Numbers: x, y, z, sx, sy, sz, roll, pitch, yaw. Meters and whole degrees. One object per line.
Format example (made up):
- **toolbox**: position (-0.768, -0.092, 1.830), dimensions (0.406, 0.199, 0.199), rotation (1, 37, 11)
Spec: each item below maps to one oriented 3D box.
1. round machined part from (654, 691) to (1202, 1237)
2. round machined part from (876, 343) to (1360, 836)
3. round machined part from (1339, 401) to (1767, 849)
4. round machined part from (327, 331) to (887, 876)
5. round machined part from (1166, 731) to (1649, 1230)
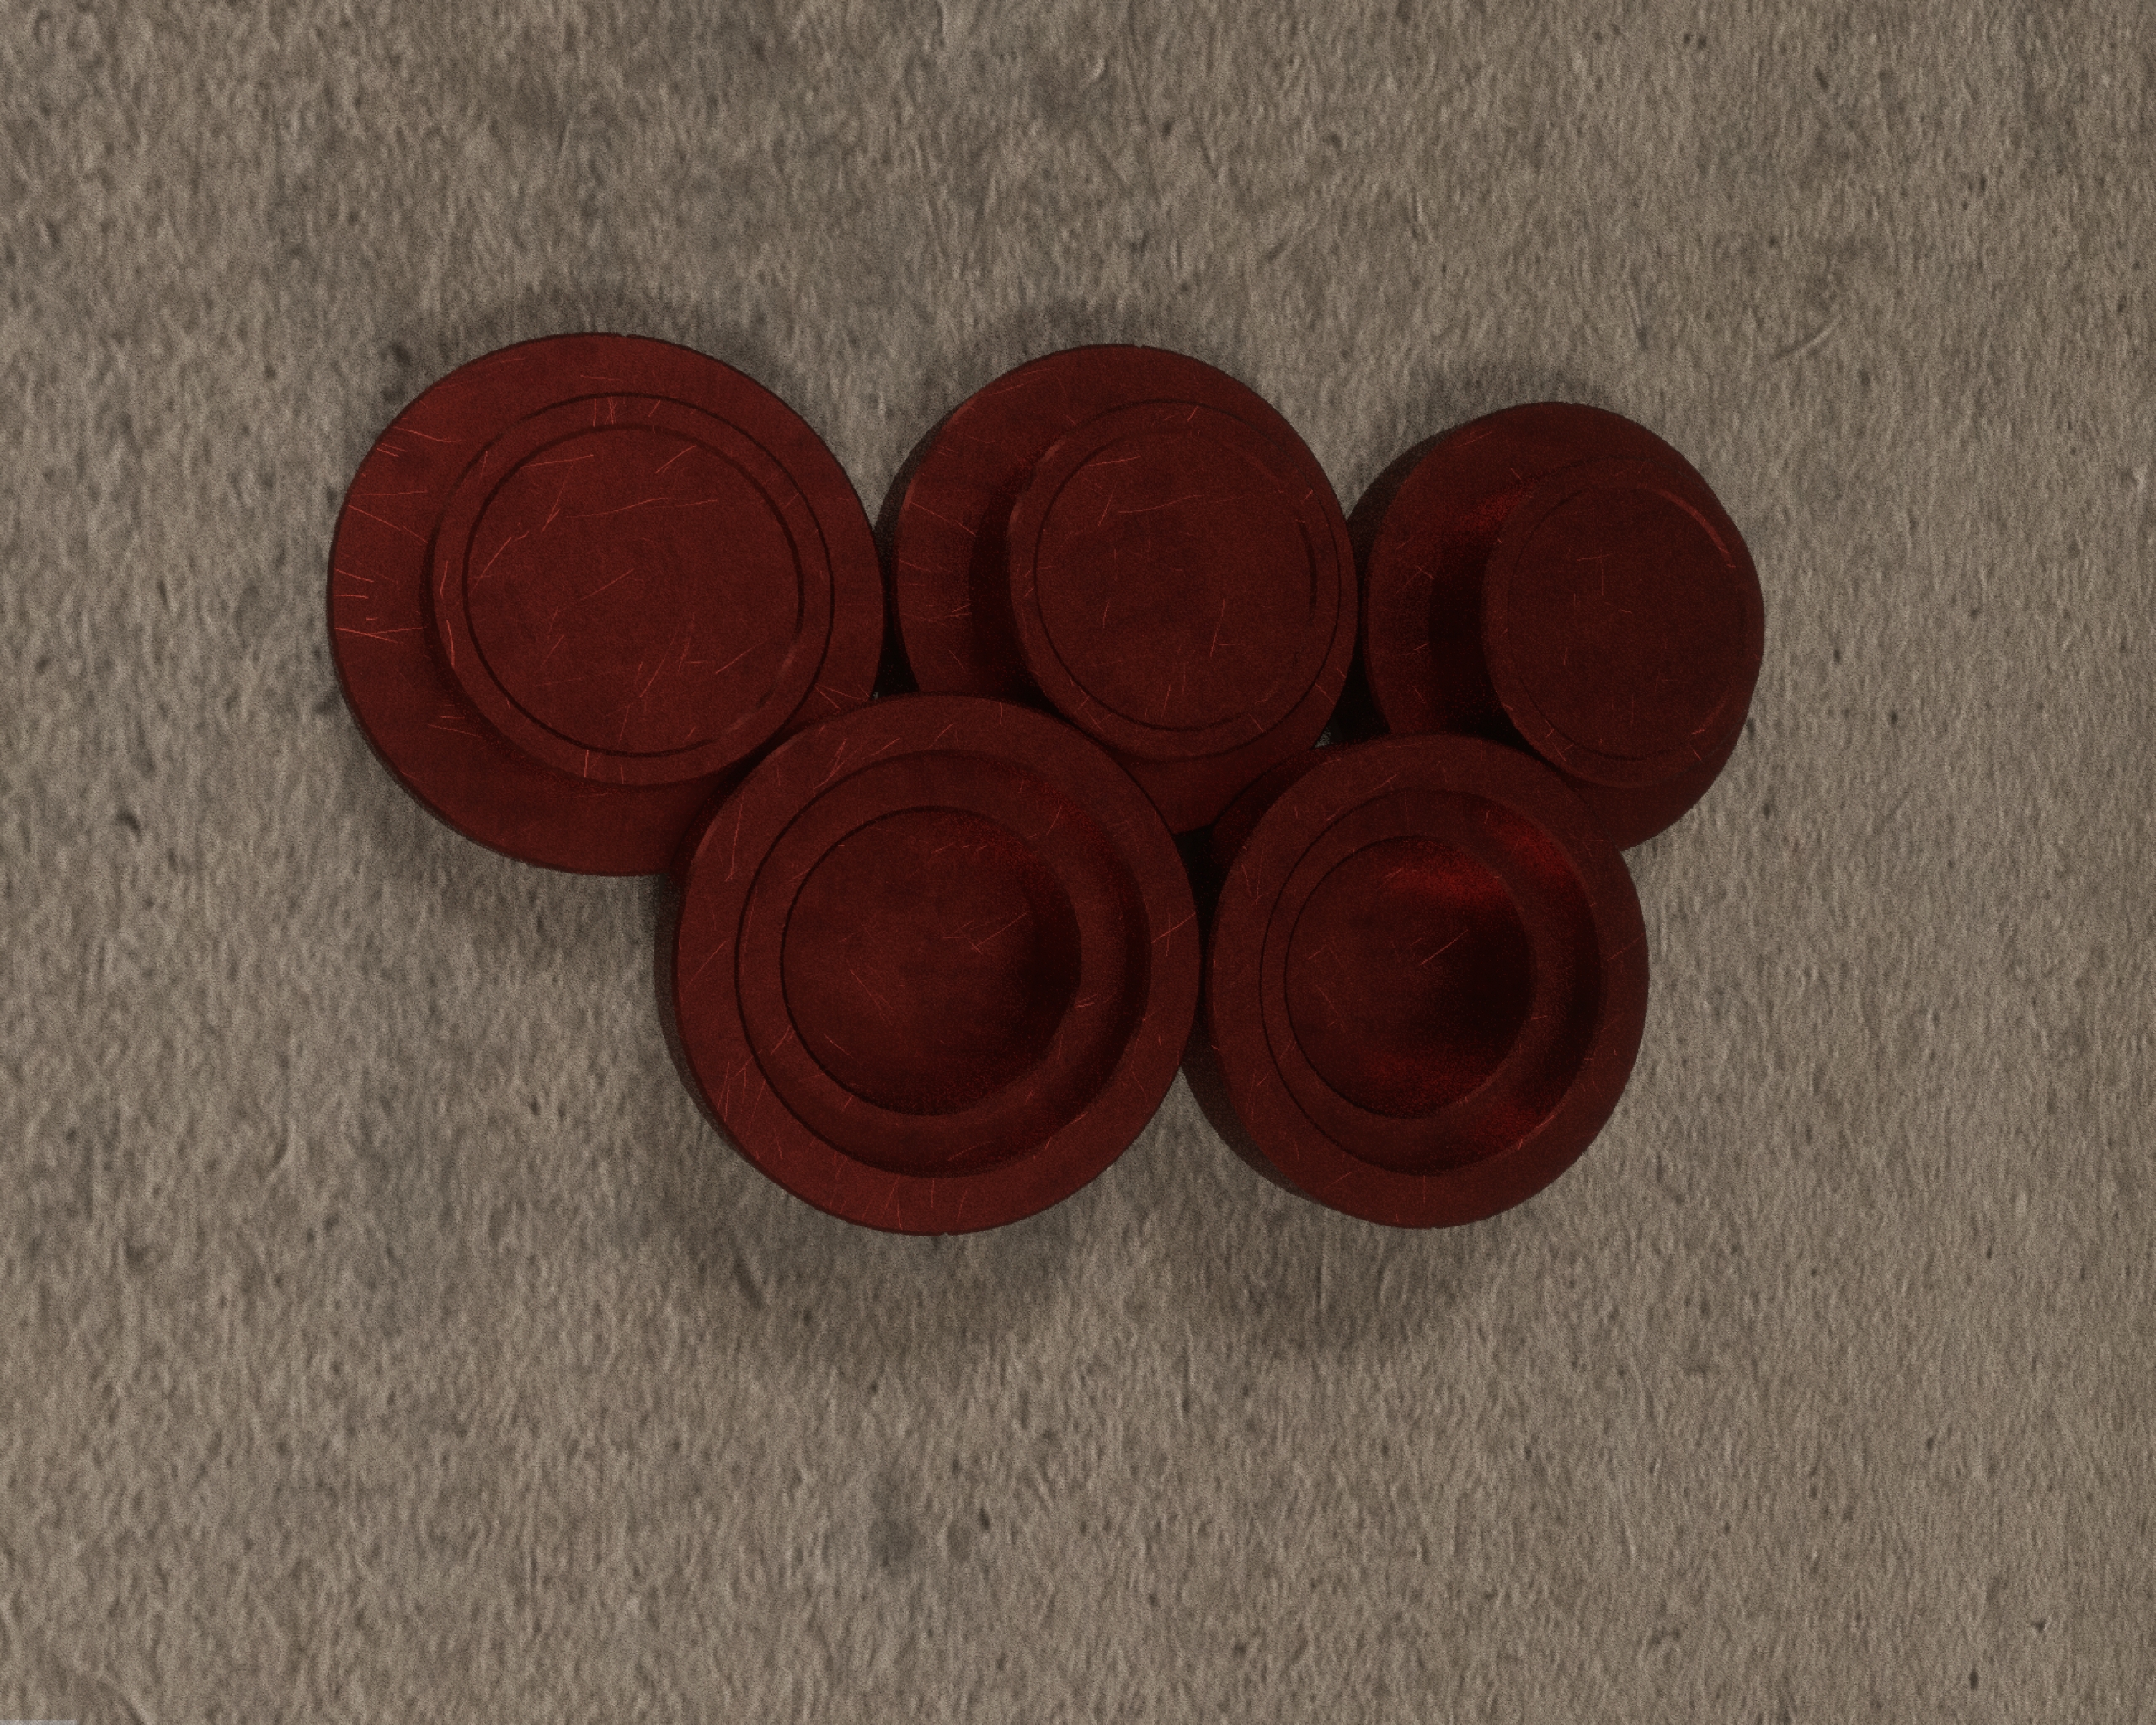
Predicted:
- **round machined part**: position (-0.030, 0.018, 0.391), dimensions (0.099, 0.042, 0.097), rotation (0, 90, -21)
- **round machined part**: position (0.012, -0.053, 0.407), dimensions (0.099, 0.042, 0.097), rotation (0, 90, -21)
- **round machined part**: position (0.105, -0.049, 0.441), dimensions (0.099, 0.042, 0.097), rotation (0, 90, -21)
- **round machined part**: position (-0.081, -0.046, 0.372), dimensions (0.099, 0.042, 0.097), rotation (0, 90, -21)
- **round machined part**: position (0.063, 0.023, 0.426), dimensions (0.099, 0.042, 0.097), rotation (0, 90, -21)
